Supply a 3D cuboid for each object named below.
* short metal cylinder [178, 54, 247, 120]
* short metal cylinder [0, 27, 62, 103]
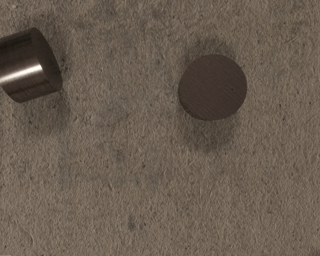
[{"bbox_3d":[0.065,-0.049,0.398,0.081,0.050,0.079,0,90,-1],"label":"short metal cylinder"},{"bbox_3d":[-0.162,-0.076,0.380,0.050,0.080,0.080,-19,90,0],"label":"short metal cylinder"}]
